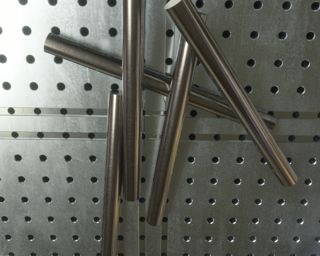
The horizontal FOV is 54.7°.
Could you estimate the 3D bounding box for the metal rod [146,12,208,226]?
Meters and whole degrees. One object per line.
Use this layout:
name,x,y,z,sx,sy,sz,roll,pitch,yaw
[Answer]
metal rod,0.015,0.008,0.396,0.025,0.025,0.298,8,118,-4

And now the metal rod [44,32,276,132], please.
metal rod,0.006,-0.054,0.393,0.302,0.025,0.025,19,109,-8

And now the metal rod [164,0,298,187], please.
metal rod,0.100,-0.023,0.368,0.025,0.025,0.300,-34,121,11

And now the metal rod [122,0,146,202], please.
metal rod,-0.033,-0.032,0.378,0.025,0.025,0.298,2,119,-1

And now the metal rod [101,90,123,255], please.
metal rod,-0.068,0.094,0.447,0.025,0.025,0.298,6,110,-3
